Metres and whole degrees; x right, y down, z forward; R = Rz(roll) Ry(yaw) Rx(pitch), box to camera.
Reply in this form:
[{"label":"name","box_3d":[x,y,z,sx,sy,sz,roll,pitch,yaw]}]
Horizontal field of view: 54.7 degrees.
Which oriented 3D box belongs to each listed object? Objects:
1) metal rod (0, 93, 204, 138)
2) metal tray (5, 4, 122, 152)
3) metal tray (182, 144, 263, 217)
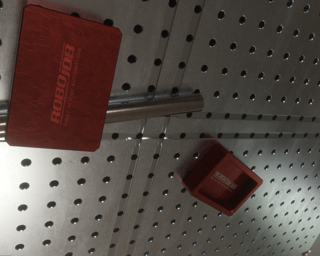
[{"label":"metal rod","box_3d":[-0.083,-0.014,0.357,0.303,0.025,0.025,-9,122,-24]},{"label":"metal tray","box_3d":[-0.096,-0.044,0.308,0.091,0.030,0.129,7,103,-29]},{"label":"metal tray","box_3d":[0.110,0.093,0.527,0.090,0.030,0.130,-49,129,6]}]
